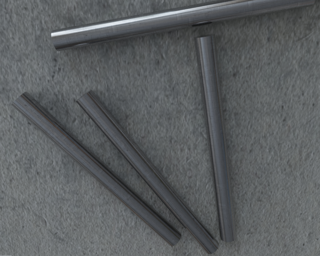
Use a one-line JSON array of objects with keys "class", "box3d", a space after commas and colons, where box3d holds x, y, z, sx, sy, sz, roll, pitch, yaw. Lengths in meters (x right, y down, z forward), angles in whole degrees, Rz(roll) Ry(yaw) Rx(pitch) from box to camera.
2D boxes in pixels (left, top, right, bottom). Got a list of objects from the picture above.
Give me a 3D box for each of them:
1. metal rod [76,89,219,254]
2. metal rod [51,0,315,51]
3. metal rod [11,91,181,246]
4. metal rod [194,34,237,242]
[{"class": "metal rod", "box3d": [-0.008, 0.071, 0.436, 0.025, 0.025, 0.300, -35, 107, 11]}, {"class": "metal rod", "box3d": [0.024, -0.128, 0.362, 0.302, 0.025, 0.025, -9, 110, 3]}, {"class": "metal rod", "box3d": [-0.078, 0.066, 0.432, 0.025, 0.025, 0.300, -41, 106, 13]}, {"class": "metal rod", "box3d": [0.079, 0.028, 0.421, 0.025, 0.025, 0.298, -9, 110, 3]}]
